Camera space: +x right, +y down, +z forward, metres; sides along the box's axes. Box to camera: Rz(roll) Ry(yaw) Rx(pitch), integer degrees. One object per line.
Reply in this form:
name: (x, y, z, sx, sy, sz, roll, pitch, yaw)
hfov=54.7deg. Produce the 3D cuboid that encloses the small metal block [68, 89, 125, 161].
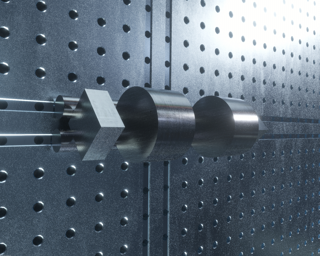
small metal block: (-0.065, -0.003, 0.309, 0.025, 0.050, 0.050, 1, 47, -40)

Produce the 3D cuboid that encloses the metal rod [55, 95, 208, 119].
metal rod: (0.011, -0.020, 0.419, 0.302, 0.025, 0.025, 1, 90, -40)

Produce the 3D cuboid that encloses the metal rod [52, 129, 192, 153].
metal rod: (0.009, 0.015, 0.417, 0.302, 0.025, 0.025, 1, 90, -40)

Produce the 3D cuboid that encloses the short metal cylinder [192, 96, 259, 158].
short metal cylinder: (0.083, -0.002, 0.414, 0.050, 0.080, 0.080, 1, 90, -40)

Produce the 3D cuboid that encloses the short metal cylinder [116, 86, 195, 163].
short metal cylinder: (-0.008, -0.003, 0.338, 0.050, 0.080, 0.080, 1, 90, -40)

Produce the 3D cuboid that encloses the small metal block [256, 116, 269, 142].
small metal block: (0.126, 0.000, 0.469, 0.025, 0.050, 0.050, 1, 49, -40)
